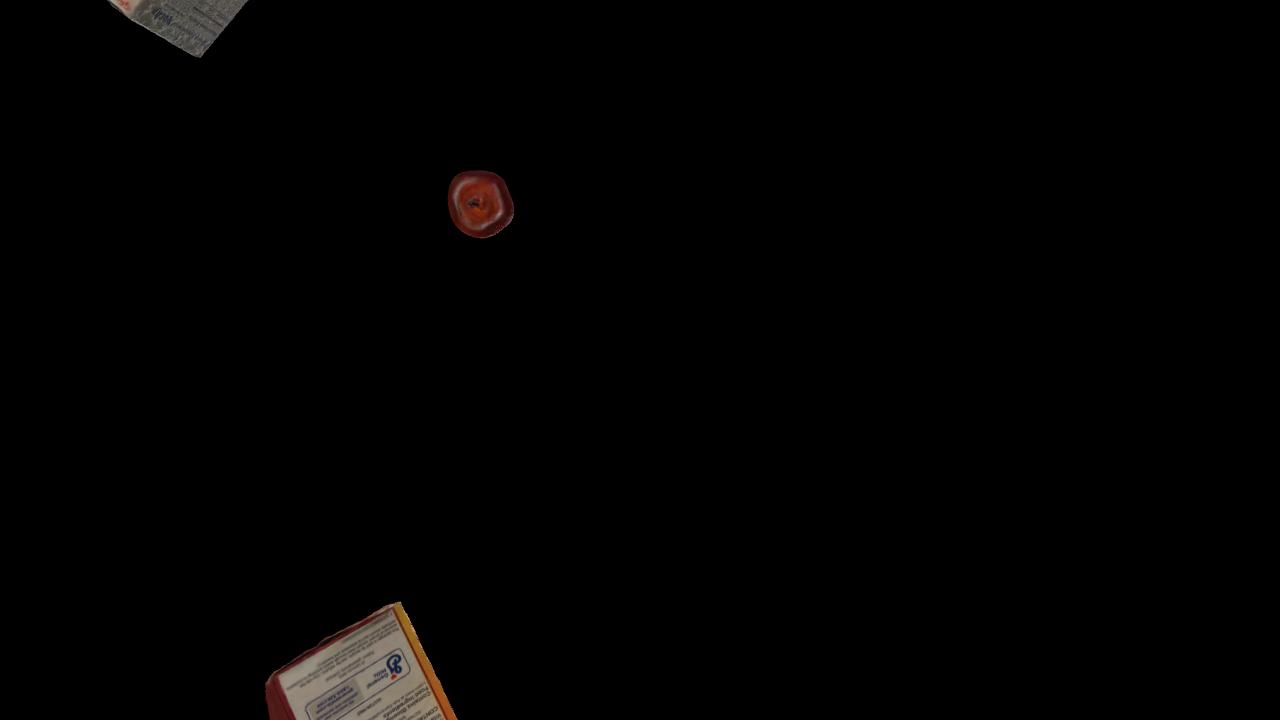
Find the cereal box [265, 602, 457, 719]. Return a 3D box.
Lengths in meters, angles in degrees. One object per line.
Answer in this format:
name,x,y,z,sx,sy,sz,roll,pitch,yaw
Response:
cereal box,-0.127,0.316,0.370,0.081,0.306,0.203,-23,-14,-39

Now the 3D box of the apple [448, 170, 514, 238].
apple,-0.187,-0.183,0.722,0.079,0.079,0.093,0,13,-6

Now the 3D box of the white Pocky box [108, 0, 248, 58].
white Pocky box,-0.348,-0.328,0.502,0.028,0.154,0.084,41,3,-6
